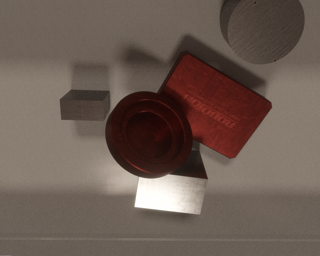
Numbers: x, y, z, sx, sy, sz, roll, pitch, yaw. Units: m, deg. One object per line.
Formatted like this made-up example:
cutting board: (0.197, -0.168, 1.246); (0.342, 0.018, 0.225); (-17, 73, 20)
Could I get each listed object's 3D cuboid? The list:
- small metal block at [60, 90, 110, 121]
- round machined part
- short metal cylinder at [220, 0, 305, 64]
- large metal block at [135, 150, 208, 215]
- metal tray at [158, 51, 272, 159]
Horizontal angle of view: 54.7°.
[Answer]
small metal block: (-0.091, -0.029, 0.386); (0.050, 0.050, 0.025); (2, 110, -1)
round machined part: (-0.015, 0.011, 0.355); (0.098, 0.098, 0.042); (32, 147, -11)
short metal cylinder: (0.112, -0.118, 0.350); (0.081, 0.050, 0.079); (0, 119, 0)
large metal block: (0.013, 0.064, 0.406); (0.081, 0.080, 0.050); (8, 110, -3)
metal tray: (0.063, -0.028, 0.399); (0.131, 0.030, 0.090); (28, 107, -11)
